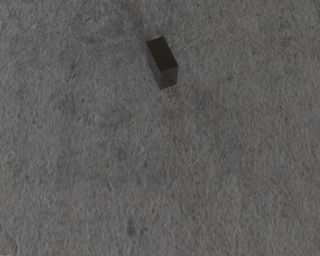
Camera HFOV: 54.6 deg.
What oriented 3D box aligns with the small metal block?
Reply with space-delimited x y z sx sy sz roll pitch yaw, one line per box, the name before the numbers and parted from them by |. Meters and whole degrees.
small metal block | 0.003 -0.088 0.427 0.025 0.050 0.050 -21 72 -7
